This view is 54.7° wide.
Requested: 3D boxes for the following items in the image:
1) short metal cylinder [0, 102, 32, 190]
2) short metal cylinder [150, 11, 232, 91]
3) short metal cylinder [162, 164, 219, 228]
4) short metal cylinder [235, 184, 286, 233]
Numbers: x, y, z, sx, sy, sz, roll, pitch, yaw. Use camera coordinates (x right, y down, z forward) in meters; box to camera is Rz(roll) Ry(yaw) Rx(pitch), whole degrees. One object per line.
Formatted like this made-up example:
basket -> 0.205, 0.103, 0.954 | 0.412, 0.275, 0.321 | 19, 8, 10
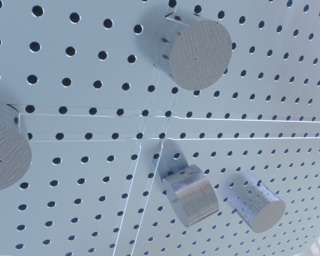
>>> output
short metal cylinder -> -0.175, 0.018, 0.311 | 0.081, 0.050, 0.079 | -14, 124, -21
short metal cylinder -> 0.036, -0.090, 0.361 | 0.081, 0.050, 0.079 | -14, 125, -21
short metal cylinder -> 0.044, 0.101, 0.465 | 0.050, 0.080, 0.080 | -24, 128, -14
short metal cylinder -> 0.194, 0.156, 0.601 | 0.081, 0.050, 0.079 | -14, 125, -21
